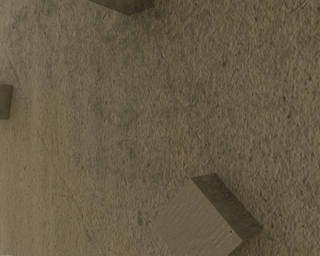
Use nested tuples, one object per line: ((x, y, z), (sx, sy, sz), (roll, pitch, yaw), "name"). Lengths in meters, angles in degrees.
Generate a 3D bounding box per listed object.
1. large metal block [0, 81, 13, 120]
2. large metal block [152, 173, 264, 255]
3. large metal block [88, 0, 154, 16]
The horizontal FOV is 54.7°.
((-0.382, -0.067, 0.705), (0.080, 0.050, 0.079), (19, 102, 38), "large metal block")
((0.051, 0.109, 0.347), (0.080, 0.050, 0.080), (50, 119, 28), "large metal block")
((-0.054, -0.207, 0.414), (0.050, 0.081, 0.080), (-1, 90, 40), "large metal block")
